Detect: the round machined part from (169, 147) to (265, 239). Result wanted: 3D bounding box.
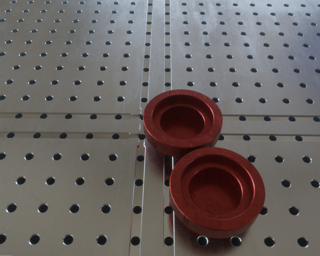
[{"bbox_3d":[0.059,0.072,0.337,0.099,0.042,0.098,0,50,0],"label":"round machined part"}]

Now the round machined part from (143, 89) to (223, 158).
[{"bbox_3d":[0.028,-0.002,0.398,0.099,0.042,0.098,0,50,0],"label":"round machined part"}]
